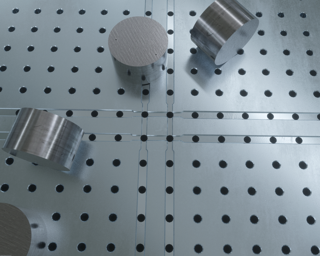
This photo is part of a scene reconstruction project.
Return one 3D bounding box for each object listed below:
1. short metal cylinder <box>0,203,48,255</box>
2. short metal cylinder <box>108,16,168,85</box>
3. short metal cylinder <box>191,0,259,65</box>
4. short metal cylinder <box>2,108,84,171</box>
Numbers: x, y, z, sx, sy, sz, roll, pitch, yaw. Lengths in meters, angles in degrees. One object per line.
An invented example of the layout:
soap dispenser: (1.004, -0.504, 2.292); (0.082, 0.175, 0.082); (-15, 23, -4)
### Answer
short metal cylinder: (-0.176, 0.128, 0.350); (0.081, 0.050, 0.080); (0, 70, 0)
short metal cylinder: (-0.029, -0.109, 0.438); (0.081, 0.050, 0.080); (0, 70, 0)
short metal cylinder: (0.090, -0.135, 0.432); (0.080, 0.080, 0.050); (-38, 75, -13)
short metal cylinder: (-0.140, 0.016, 0.376); (0.080, 0.080, 0.050); (14, 71, 5)
